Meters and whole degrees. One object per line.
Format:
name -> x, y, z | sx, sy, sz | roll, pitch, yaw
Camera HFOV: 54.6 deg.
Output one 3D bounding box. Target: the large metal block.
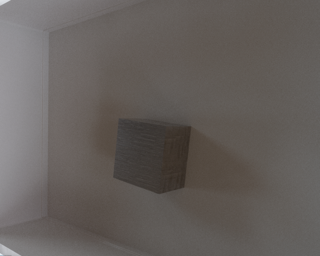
large metal block -> -0.011, 0.032, 0.401 | 0.080, 0.050, 0.080 | 10, 97, 39
